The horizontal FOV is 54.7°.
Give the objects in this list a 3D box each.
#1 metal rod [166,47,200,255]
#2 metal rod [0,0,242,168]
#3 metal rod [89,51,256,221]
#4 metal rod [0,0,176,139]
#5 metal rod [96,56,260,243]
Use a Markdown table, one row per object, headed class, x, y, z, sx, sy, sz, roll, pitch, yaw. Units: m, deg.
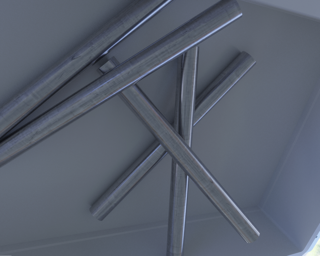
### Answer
| class | x | y | z | sx | sy | sz | roll | pitch | yaw |
| --- | --- | --- | --- | --- | --- | --- | --- | --- | --- |
| metal rod | 0.028 | 0.046 | 0.409 | 0.025 | 0.025 | 0.298 | -5 | 108 | -26 |
| metal rod | -0.054 | -0.042 | 0.317 | 0.301 | 0.025 | 0.025 | -31 | 130 | 5 |
| metal rod | 0.015 | 0.013 | 0.424 | 0.300 | 0.025 | 0.025 | -46 | 129 | 4 |
| metal rod | -0.106 | -0.052 | 0.318 | 0.300 | 0.025 | 0.025 | -39 | 129 | -2 |
| metal rod | 0.033 | 0.039 | 0.380 | 0.025 | 0.025 | 0.300 | -41 | 108 | -1 |
